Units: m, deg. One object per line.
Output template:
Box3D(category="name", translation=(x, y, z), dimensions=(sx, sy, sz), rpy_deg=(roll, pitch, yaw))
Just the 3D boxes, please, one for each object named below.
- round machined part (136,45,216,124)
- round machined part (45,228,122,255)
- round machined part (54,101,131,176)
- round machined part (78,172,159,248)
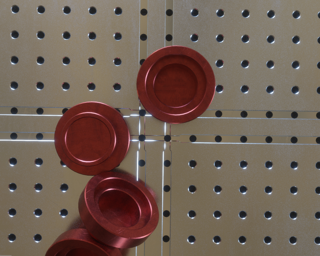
Box3D(category="round machined part", translation=(0.020, -0.054, 0.405), dimensions=(0.099, 0.042, 0.097), rpy_deg=(0, 90, -1))
Box3D(category="round machined part", translation=(-0.091, 0.169, 0.394), dimensions=(0.098, 0.042, 0.097), rpy_deg=(3, 108, 10))
Box3D(category="round machined part", translation=(-0.089, 0.014, 0.404), dimensions=(0.099, 0.042, 0.097), rpy_deg=(0, 90, -1))
Box3D(category="round machined part", translation=(-0.054, 0.104, 0.383), dimensions=(0.098, 0.098, 0.042), rpy_deg=(34, 118, 0))
